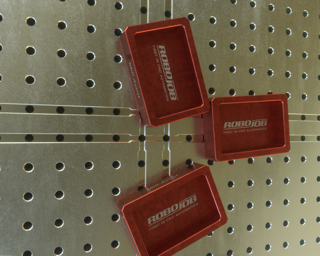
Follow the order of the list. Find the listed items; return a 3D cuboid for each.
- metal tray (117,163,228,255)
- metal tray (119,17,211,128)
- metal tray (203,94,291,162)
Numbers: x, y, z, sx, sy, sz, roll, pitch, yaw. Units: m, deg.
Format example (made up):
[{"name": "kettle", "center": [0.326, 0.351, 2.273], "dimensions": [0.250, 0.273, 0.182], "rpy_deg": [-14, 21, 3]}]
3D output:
[{"name": "metal tray", "center": [0.019, 0.114, 0.418], "dimensions": [0.131, 0.030, 0.090], "rpy_deg": [-23, 98, -19]}, {"name": "metal tray", "center": [0.008, -0.074, 0.413], "dimensions": [0.091, 0.030, 0.129], "rpy_deg": [-17, 96, -20]}, {"name": "metal tray", "center": [0.129, -0.003, 0.459], "dimensions": [0.131, 0.030, 0.089], "rpy_deg": [-5, 92, -20]}]
